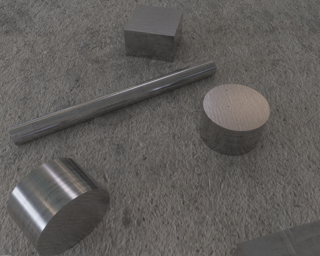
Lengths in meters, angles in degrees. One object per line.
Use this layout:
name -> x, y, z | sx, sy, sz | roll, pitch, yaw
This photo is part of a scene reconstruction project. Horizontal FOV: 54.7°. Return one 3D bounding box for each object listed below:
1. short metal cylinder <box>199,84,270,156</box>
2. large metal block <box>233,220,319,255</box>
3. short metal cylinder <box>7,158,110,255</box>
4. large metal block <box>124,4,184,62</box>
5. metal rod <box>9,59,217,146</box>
short metal cylinder -> 0.093, -0.011, 0.397 | 0.081, 0.050, 0.080 | 0, 50, 0
large metal block -> 0.107, 0.125, 0.263 | 0.081, 0.080, 0.050 | -12, 51, -10
short metal cylinder -> -0.097, 0.076, 0.303 | 0.050, 0.080, 0.080 | 37, 59, 26
large metal block -> -0.008, -0.161, 0.522 | 0.080, 0.050, 0.080 | 10, 51, 8
metal rod -> -0.053, -0.042, 0.438 | 0.302, 0.025, 0.025 | -22, 54, -18
